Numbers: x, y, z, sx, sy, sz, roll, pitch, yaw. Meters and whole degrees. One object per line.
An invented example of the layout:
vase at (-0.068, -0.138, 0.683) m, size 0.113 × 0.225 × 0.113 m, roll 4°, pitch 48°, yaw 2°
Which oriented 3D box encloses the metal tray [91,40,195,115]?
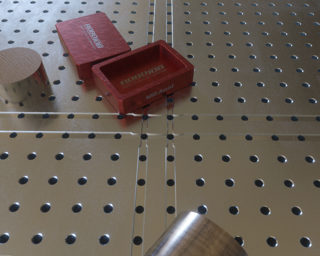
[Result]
metal tray at (-0.025, -0.081, 0.472) m, size 0.131 × 0.030 × 0.090 m, roll -27°, pitch 55°, yaw -21°

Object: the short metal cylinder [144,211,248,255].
short metal cylinder at (0.032, 0.120, 0.271) m, size 0.080 × 0.080 × 0.050 m, roll 32°, pitch 57°, yaw 24°

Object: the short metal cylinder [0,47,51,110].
short metal cylinder at (-0.207, -0.073, 0.451) m, size 0.081 × 0.050 × 0.080 m, roll 0°, pitch 50°, yaw 0°

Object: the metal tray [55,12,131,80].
metal tray at (-0.113, -0.143, 0.524) m, size 0.091 × 0.030 × 0.130 m, roll -21°, pitch 53°, yaw -17°
